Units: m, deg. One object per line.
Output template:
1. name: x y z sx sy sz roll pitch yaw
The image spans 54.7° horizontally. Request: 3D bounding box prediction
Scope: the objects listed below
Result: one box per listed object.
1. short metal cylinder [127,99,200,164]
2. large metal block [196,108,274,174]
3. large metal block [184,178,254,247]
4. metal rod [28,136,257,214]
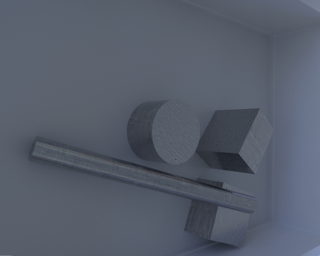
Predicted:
1. short metal cylinder: 0.005 0.004 0.397 0.081 0.050 0.079 0 90 -40
2. large metal block: 0.112 0.018 0.468 0.050 0.080 0.080 47 62 -30
3. large metal block: 0.091 0.128 0.470 0.080 0.050 0.080 26 74 -37
4. metal rod: 0.002 0.065 0.372 0.302 0.025 0.025 19 77 -27
